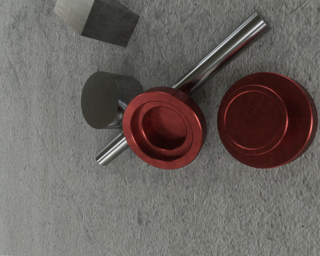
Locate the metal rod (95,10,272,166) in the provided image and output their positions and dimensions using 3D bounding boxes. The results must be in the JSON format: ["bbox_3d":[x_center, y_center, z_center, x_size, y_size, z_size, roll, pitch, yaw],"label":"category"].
[{"bbox_3d":[0.009,-0.032,0.397,0.299,0.025,0.025,-39,66,33],"label":"metal rod"}]

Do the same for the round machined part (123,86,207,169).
[{"bbox_3d":[0.009,-0.003,0.370,0.098,0.042,0.097,10,117,20],"label":"round machined part"}]

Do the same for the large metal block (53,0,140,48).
[{"bbox_3d":[-0.091,-0.164,0.444,0.080,0.081,0.050,43,116,31],"label":"large metal block"}]

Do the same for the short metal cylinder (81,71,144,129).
[{"bbox_3d":[-0.068,-0.038,0.445,0.080,0.050,0.080,0,90,40],"label":"short metal cylinder"}]

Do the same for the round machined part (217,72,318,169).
[{"bbox_3d":[0.100,-0.008,0.311,0.098,0.042,0.097,0,90,40],"label":"round machined part"}]
